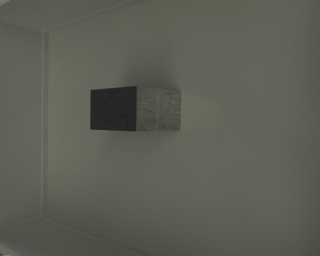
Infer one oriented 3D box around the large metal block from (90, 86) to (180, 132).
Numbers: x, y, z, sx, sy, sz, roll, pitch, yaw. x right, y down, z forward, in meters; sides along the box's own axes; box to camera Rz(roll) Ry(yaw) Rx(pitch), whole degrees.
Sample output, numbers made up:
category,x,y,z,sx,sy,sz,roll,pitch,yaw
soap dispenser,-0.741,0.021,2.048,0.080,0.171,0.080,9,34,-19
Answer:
category,x,y,z,sx,sy,sz,roll,pitch,yaw
large metal block,-0.031,-0.022,0.395,0.080,0.081,0.050,2,91,40
